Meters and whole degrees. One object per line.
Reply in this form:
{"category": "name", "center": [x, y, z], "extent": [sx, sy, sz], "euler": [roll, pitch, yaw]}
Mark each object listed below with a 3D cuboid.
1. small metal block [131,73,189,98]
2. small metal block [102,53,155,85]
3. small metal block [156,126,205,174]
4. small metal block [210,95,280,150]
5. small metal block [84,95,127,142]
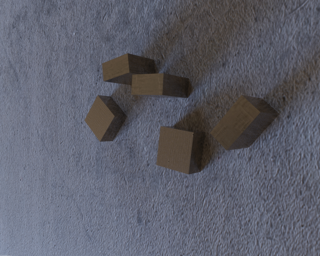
{"category": "small metal block", "center": [0.000, -0.052, 0.388], "extent": [0.050, 0.050, 0.025], "euler": [6, 94, 40]}
{"category": "small metal block", "center": [-0.042, -0.079, 0.424], "extent": [0.050, 0.050, 0.025], "euler": [-10, 84, 39]}
{"category": "small metal block", "center": [0.025, 0.026, 0.384], "extent": [0.050, 0.025, 0.050], "euler": [11, 97, 39]}
{"category": "small metal block", "center": [0.087, -0.005, 0.317], "extent": [0.025, 0.050, 0.050], "euler": [51, 120, 28]}
{"category": "small metal block", "center": [-0.084, -0.015, 0.474], "extent": [0.050, 0.025, 0.050], "euler": [48, 119, 29]}
